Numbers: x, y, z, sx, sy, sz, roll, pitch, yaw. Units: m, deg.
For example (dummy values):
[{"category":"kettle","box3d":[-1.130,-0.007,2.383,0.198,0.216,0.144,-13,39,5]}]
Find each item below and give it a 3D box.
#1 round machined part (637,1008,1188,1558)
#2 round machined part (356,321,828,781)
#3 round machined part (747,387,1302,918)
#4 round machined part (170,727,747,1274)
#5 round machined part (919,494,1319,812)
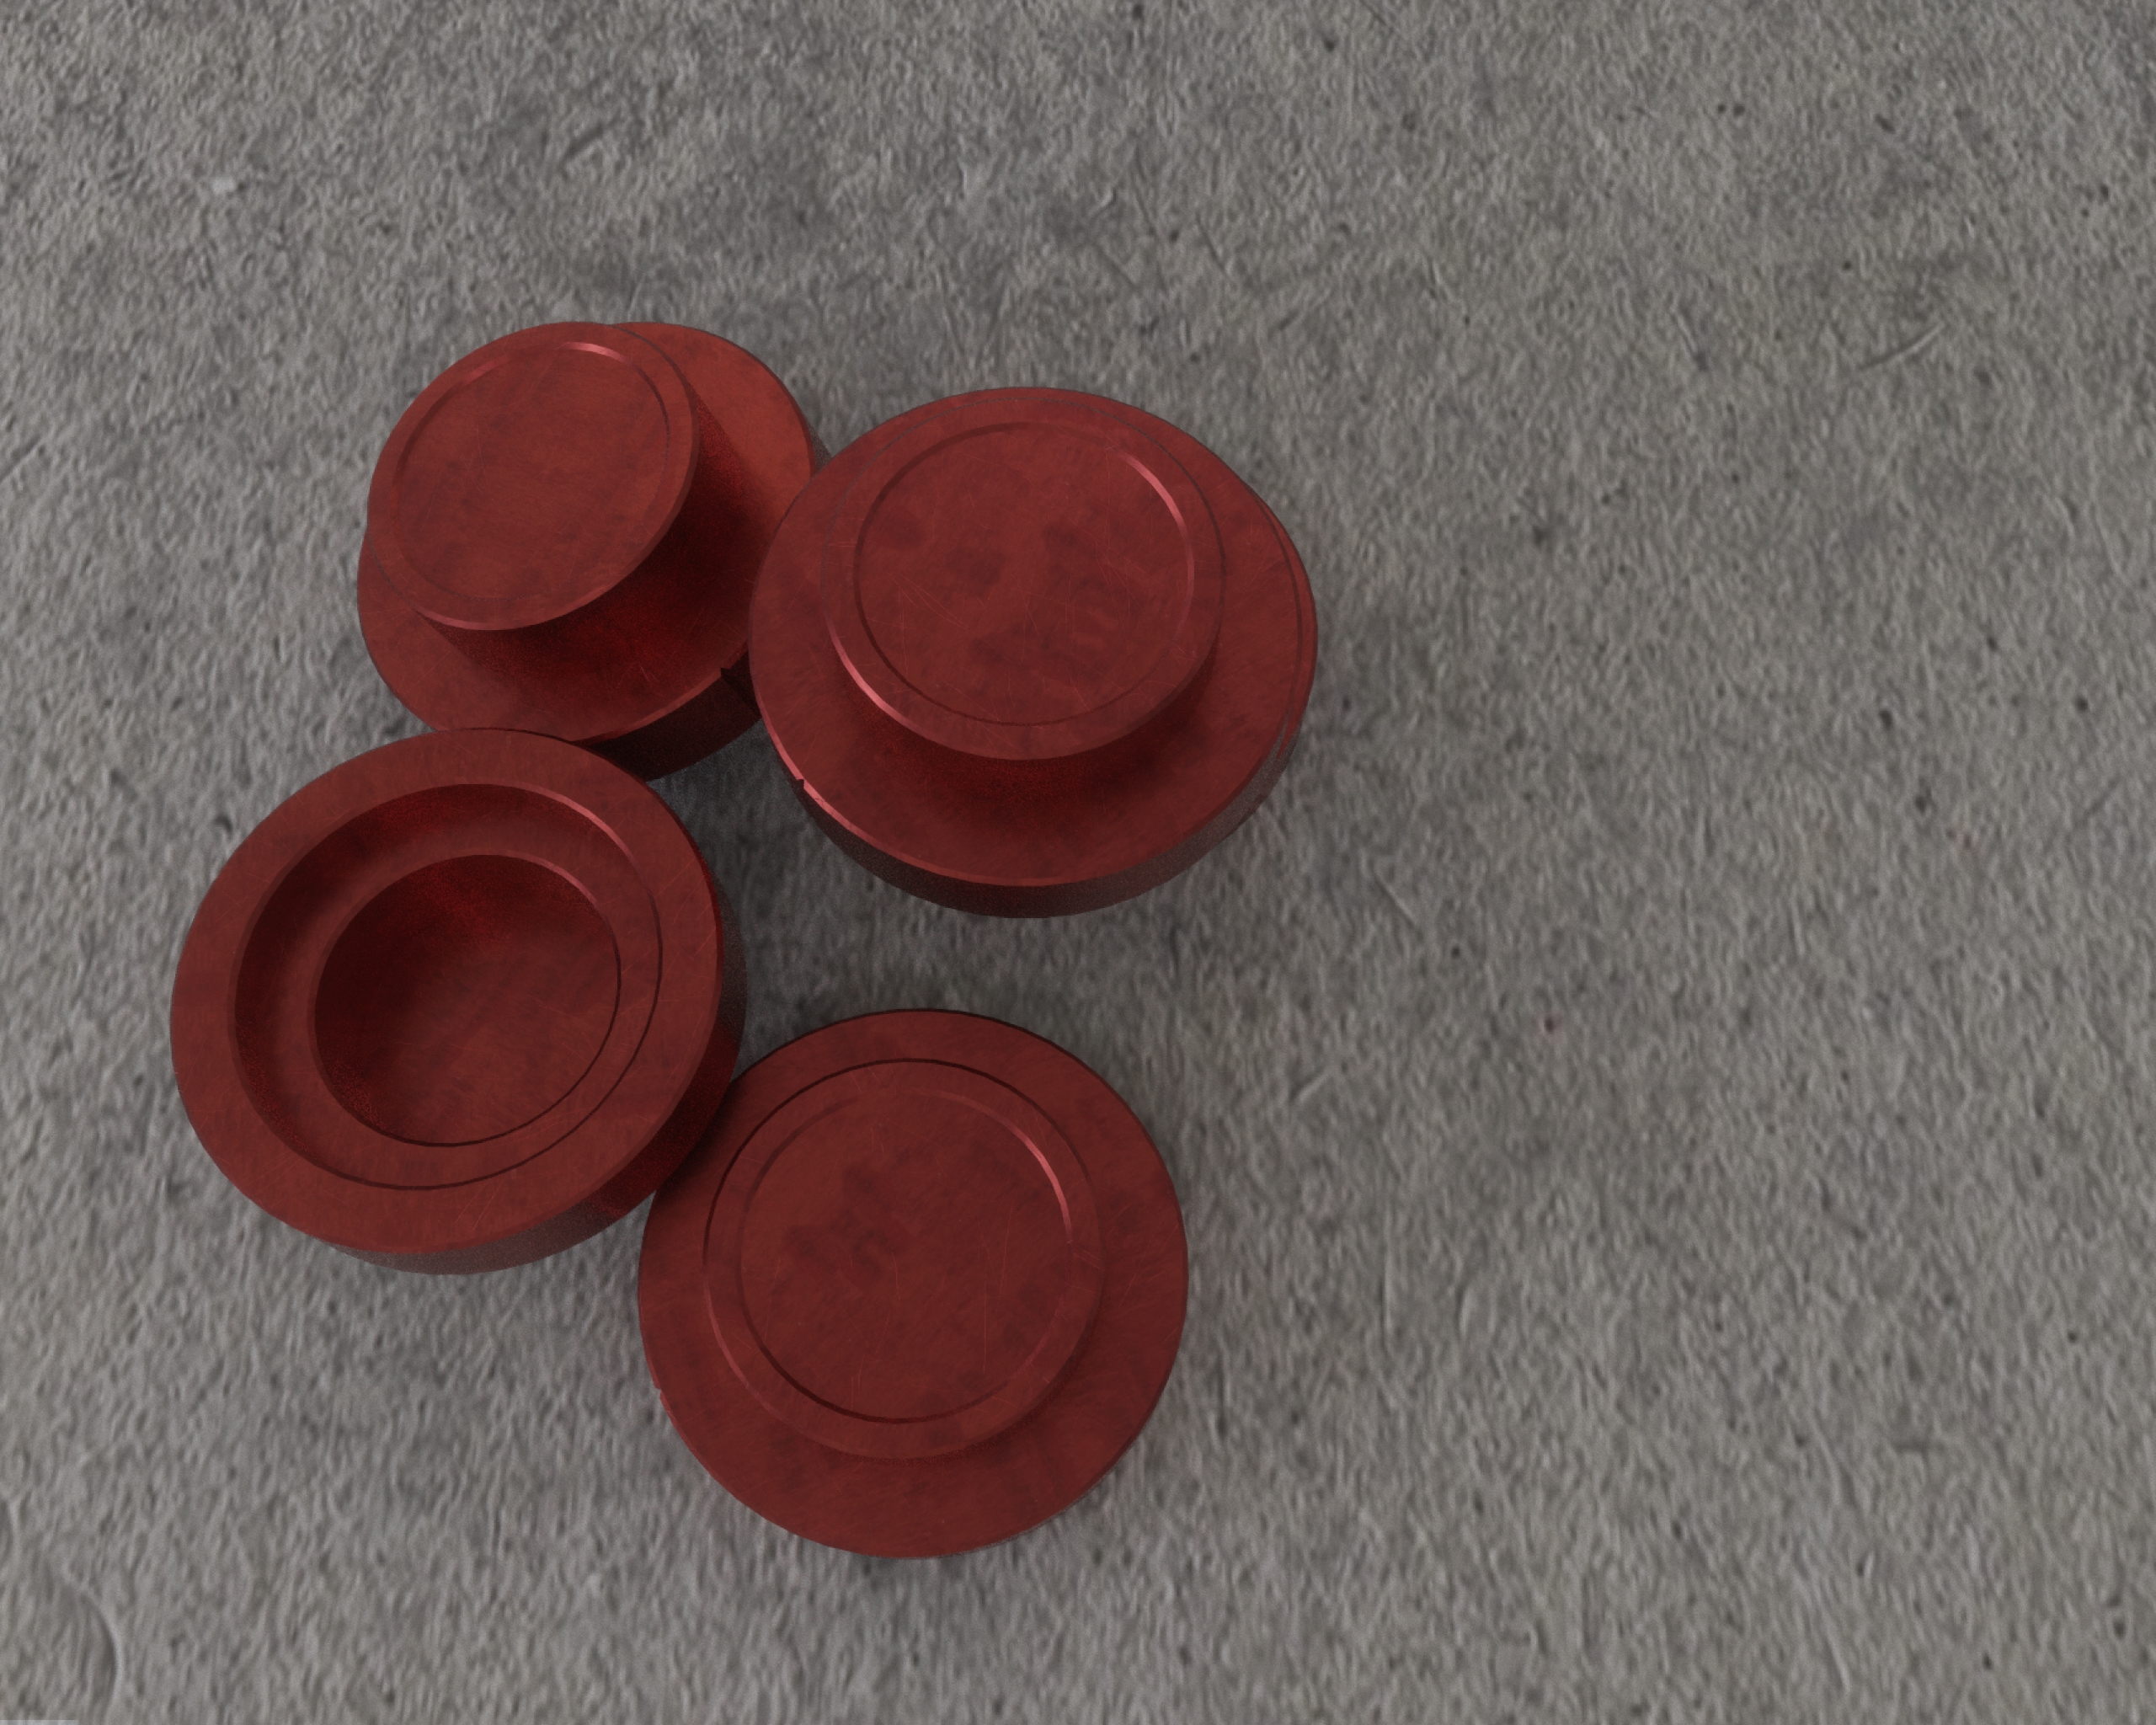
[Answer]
[{"category":"round machined part","box3d":[-0.030,0.073,0.372,0.099,0.042,0.098,0,70,0]},{"category":"round machined part","box3d":[-0.098,-0.066,0.411,0.098,0.042,0.098,-5,67,13]},{"category":"round machined part","box3d":[-0.009,-0.042,0.370,0.099,0.042,0.098,0,71,-1]},{"category":"round machined part","box3d":[-0.110,0.028,0.385,0.099,0.042,0.098,-1,68,3]},{"category":"round machined part","box3d":[-0.001,-0.047,0.416,0.099,0.042,0.098,0,70,0]}]
